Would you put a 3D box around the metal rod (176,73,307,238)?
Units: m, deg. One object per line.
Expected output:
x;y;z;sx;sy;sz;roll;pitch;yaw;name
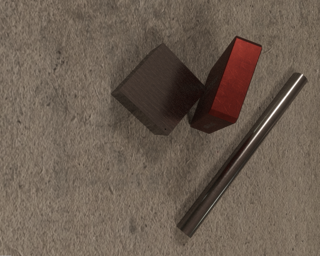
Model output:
0.127;0.031;0.457;0.025;0.025;0.300;44;76;-15;metal rod

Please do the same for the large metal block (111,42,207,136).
-0.002;-0.047;0.396;0.080;0.050;0.080;44;76;-15;large metal block

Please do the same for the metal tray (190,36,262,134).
0.075;-0.044;0.380;0.030;0.130;0.090;21;83;-1;metal tray
